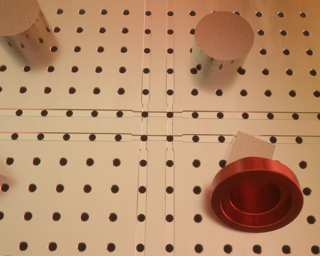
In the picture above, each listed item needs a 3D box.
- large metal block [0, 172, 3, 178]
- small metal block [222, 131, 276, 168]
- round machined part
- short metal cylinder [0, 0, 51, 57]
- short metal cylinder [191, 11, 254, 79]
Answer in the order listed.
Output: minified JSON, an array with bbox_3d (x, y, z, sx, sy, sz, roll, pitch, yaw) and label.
[{"bbox_3d":[-0.260,0.051,0.378,0.080,0.050,0.080,-41,75,-14],"label":"large metal block"},{"bbox_3d":[0.114,0.038,0.398,0.050,0.025,0.050,22,71,8],"label":"small metal block"},{"bbox_3d":[0.108,0.072,0.358,0.099,0.097,0.042,9,33,3],"label":"round machined part"},{"bbox_3d":[-0.208,-0.152,0.453,0.081,0.050,0.080,0,70,0],"label":"short metal cylinder"},{"bbox_3d":[0.087,-0.117,0.442,0.081,0.050,0.080,0,70,0],"label":"short metal cylinder"}]
